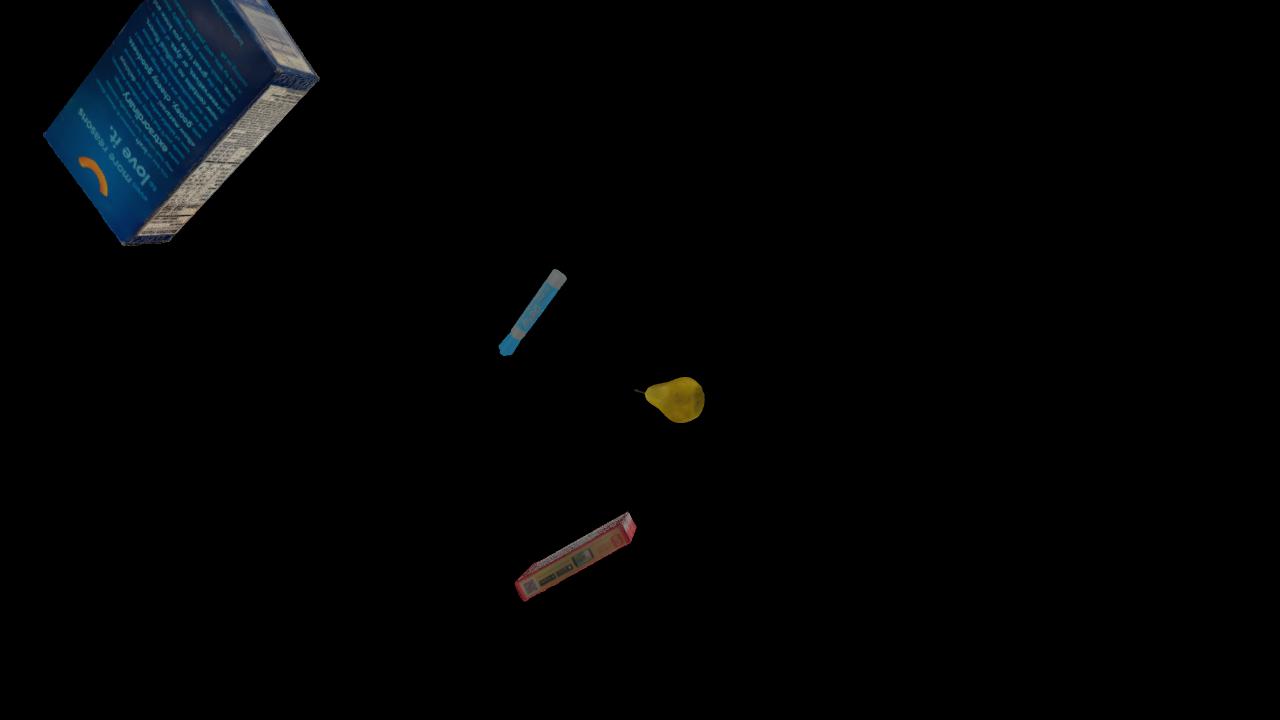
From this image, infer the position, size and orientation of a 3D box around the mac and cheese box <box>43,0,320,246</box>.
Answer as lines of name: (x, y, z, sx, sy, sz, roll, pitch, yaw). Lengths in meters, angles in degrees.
mac and cheese box: (-0.305, -0.166, 0.406, 0.184, 0.093, 0.041, -32, 5, 20)

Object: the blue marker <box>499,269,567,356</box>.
blue marker: (-0.126, -0.052, 0.709, 0.020, 0.121, 0.020, 35, 17, -12)

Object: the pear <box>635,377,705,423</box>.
pear: (0.047, 0.062, 1.000, 0.111, 0.080, 0.080, 10, 5, 34)

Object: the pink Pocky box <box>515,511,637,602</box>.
pink Pocky box: (-0.079, 0.249, 0.788, 0.155, 0.029, 0.084, -29, -6, 2)
